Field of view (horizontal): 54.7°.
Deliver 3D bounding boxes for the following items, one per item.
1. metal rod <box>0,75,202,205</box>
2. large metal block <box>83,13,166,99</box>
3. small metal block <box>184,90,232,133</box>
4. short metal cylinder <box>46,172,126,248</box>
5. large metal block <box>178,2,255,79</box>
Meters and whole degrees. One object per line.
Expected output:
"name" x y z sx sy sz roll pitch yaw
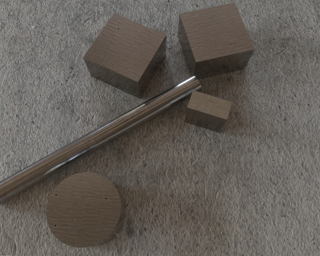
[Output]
"metal rod" -0.077 0.012 0.403 0.301 0.025 0.025 -30 73 -11
"large metal block" -0.045 -0.100 0.431 0.080 0.050 0.080 25 72 9
"small metal block" 0.061 -0.020 0.403 0.050 0.050 0.025 18 71 6
"short metal cylinder" -0.083 0.096 0.359 0.081 0.050 0.080 0 70 0
"large metal block" 0.076 -0.122 0.440 0.081 0.050 0.080 -13 71 -5
